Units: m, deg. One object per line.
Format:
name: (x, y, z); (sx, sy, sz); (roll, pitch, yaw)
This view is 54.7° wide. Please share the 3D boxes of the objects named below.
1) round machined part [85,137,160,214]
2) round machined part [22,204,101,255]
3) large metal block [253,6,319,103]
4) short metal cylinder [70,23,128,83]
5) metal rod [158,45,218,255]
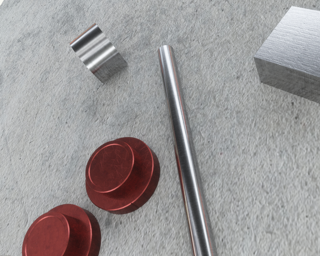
round machined part: (-0.053, 0.054, 0.387); (0.098, 0.042, 0.098); (-13, 56, 21)
round machined part: (-0.124, 0.139, 0.373); (0.098, 0.042, 0.098); (-13, 56, 21)
large metal block: (0.168, -0.084, 0.351); (0.080, 0.050, 0.080); (31, 79, 37)
short metal cylinder: (-0.096, -0.118, 0.491); (0.050, 0.080, 0.080); (-38, 51, 3)
metal rod: (0.027, 0.006, 0.385); (0.025, 0.025, 0.299); (-20, 54, 16)
